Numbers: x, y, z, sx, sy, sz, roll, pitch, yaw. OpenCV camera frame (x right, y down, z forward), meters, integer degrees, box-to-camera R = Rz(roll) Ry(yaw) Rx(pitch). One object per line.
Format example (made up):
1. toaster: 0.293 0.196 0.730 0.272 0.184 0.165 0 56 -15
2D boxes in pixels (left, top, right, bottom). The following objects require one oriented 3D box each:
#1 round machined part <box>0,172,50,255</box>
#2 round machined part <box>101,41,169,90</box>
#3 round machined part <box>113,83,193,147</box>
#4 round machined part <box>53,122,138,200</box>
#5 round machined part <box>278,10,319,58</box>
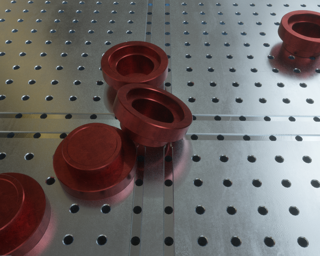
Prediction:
1. round machined part: -0.170 0.087 0.321 0.099 0.042 0.098 0 50 0
2. round machined part: -0.037 -0.086 0.468 0.099 0.042 0.098 0 50 0
3. round machined part: -0.012 -0.013 0.391 0.099 0.042 0.098 18 31 -11
4. round machined part: -0.077 0.032 0.369 0.099 0.042 0.098 0 50 0
5. round machined part: 0.253 -0.159 0.533 0.099 0.042 0.098 0 50 0
